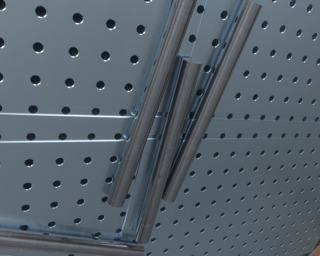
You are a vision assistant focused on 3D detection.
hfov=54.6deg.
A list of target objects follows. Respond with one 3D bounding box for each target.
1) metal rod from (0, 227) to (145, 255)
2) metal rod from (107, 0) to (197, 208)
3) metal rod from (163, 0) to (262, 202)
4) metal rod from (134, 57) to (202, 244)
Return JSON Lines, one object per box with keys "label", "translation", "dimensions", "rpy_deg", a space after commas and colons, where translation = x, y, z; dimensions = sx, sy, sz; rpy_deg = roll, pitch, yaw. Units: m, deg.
{"label": "metal rod", "translation": [-0.145, 0.159, 0.429], "dimensions": [0.302, 0.025, 0.025], "rpy_deg": [23, 106, -37]}
{"label": "metal rod", "translation": [-0.015, -0.026, 0.386], "dimensions": [0.025, 0.025, 0.298], "rpy_deg": [7, 115, -31]}
{"label": "metal rod", "translation": [0.062, -0.022, 0.430], "dimensions": [0.025, 0.025, 0.298], "rpy_deg": [7, 115, -32]}
{"label": "metal rod", "translation": [0.005, 0.048, 0.442], "dimensions": [0.025, 0.025, 0.298], "rpy_deg": [0, 118, -29]}
